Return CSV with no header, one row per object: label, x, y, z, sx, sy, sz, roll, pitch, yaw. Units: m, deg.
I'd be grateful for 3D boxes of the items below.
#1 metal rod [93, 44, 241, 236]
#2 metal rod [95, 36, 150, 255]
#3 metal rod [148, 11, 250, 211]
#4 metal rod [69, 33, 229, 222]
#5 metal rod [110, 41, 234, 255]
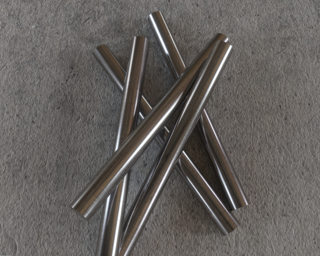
metal rod,-0.001,0.004,0.406,0.025,0.025,0.299,-33,73,-11
metal rod,-0.043,0.021,0.371,0.025,0.025,0.299,6,70,2
metal rod,0.045,-0.036,0.421,0.025,0.025,0.299,-19,71,-7
metal rod,0.004,-0.020,0.374,0.025,0.025,0.301,33,63,11
metal rod,0.013,0.028,0.371,0.025,0.025,0.299,26,82,9
